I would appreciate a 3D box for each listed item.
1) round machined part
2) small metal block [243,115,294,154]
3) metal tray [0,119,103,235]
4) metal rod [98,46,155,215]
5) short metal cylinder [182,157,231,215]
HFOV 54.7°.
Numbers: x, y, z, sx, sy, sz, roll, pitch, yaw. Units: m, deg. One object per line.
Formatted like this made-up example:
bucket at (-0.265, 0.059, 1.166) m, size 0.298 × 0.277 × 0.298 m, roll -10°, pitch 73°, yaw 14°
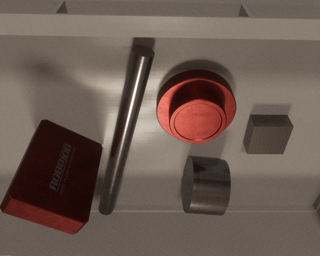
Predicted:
round machined part at (0.045, -0.019, 0.383) m, size 0.099 × 0.042 × 0.097 m, roll -1°, pitch 130°, yaw 0°
small metal block at (0.145, 0.009, 0.419) m, size 0.050 × 0.025 × 0.050 m, roll 0°, pitch 130°, yaw -1°
metal tray at (-0.126, 0.056, 0.386) m, size 0.090 × 0.130 × 0.030 m, roll 27°, pitch 125°, yaw -22°
metal rod at (-0.055, 0.026, 0.430) m, size 0.025 × 0.025 × 0.298 m, roll 11°, pitch 129°, yaw -10°
short metal cylinder at (0.064, 0.083, 0.445) m, size 0.050 × 0.080 × 0.079 m, roll 6°, pitch 130°, yaw -6°
